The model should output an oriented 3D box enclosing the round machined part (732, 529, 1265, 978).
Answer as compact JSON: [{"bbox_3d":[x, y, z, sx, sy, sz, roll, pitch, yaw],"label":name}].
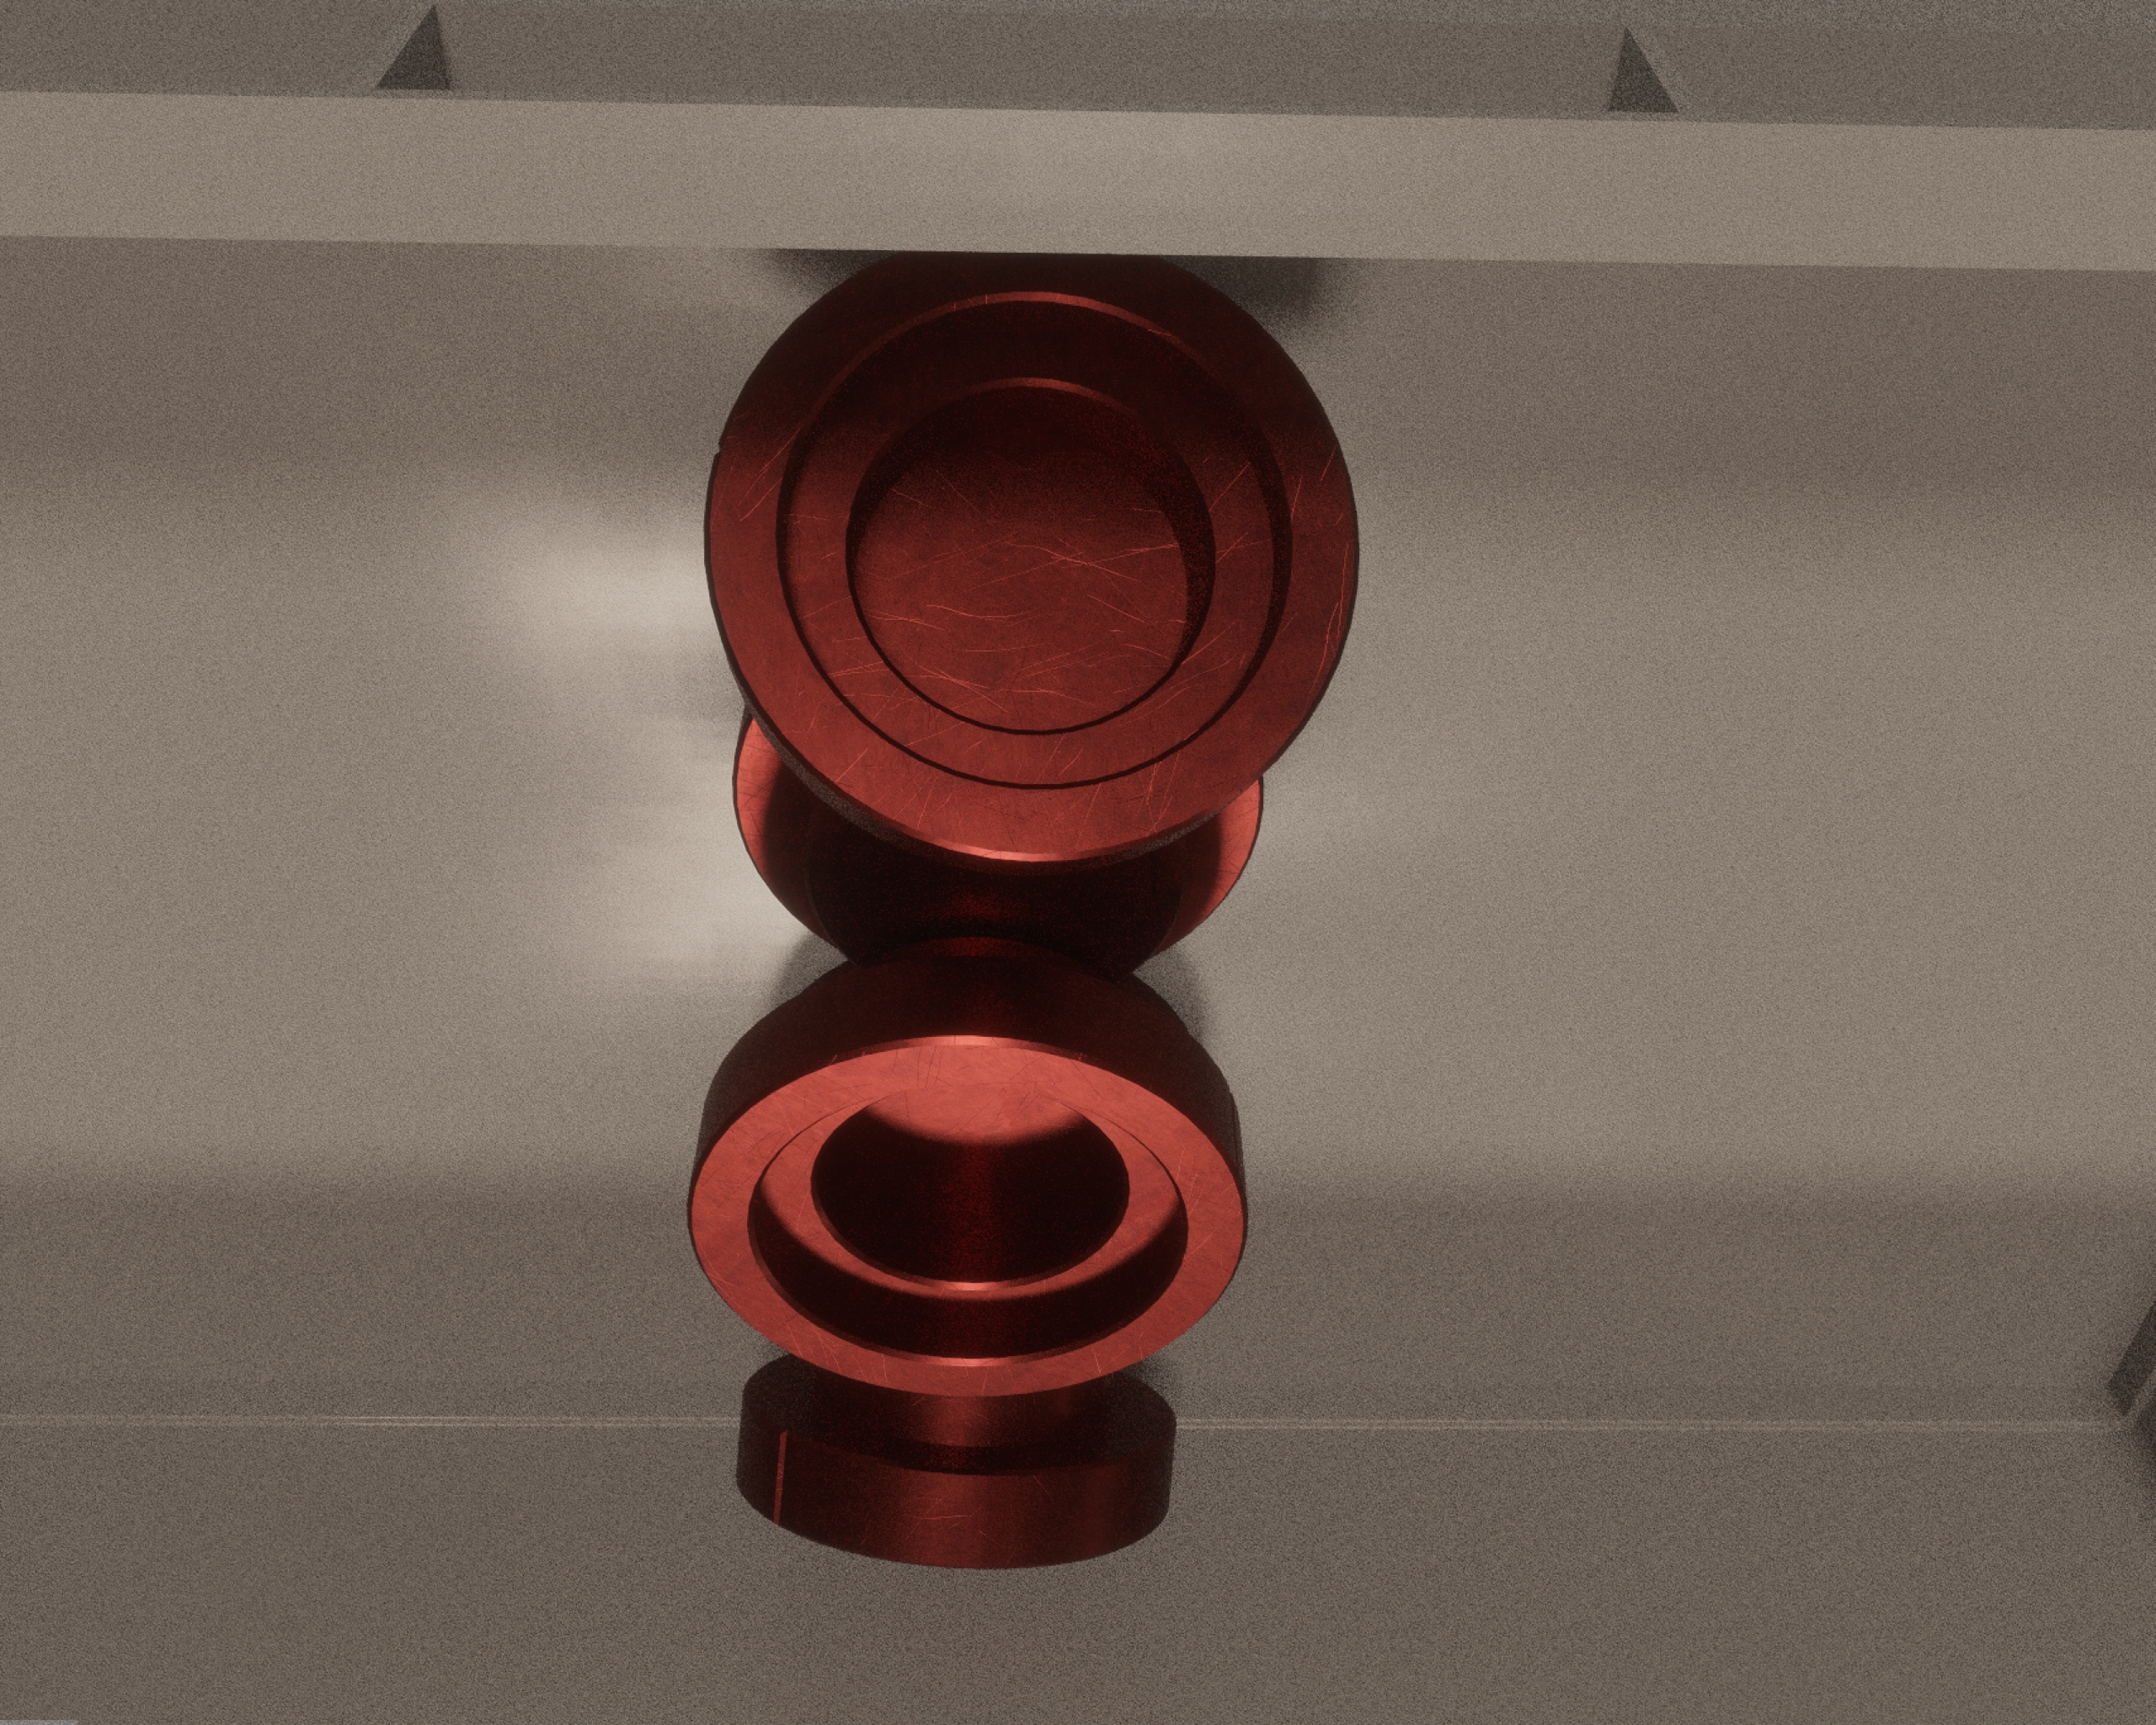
[{"bbox_3d":[-0.015,-0.010,0.387,0.099,0.042,0.097,-1,130,0],"label":"round machined part"}]

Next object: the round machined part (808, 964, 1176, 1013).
[{"bbox_3d":[-0.021,0.064,0.450,0.099,0.042,0.097,-1,130,0],"label":"round machined part"}]

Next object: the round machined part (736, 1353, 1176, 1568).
[{"bbox_3d":[-0.027,0.122,0.476,0.099,0.098,0.042,5,93,-5],"label":"round machined part"}]

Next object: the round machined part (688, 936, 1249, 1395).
[{"bbox_3d":[-0.019,0.052,0.383,0.099,0.042,0.097,-1,130,0],"label":"round machined part"}]

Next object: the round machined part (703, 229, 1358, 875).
[{"bbox_3d":[-0.008,-0.046,0.332,0.099,0.097,0.042,5,172,-5],"label":"round machined part"}]
